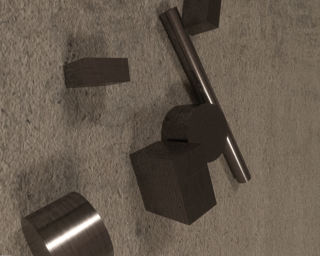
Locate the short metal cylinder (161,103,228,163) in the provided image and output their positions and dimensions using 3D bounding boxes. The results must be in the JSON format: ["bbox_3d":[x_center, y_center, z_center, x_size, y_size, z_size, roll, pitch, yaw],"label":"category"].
[{"bbox_3d":[0.049,0.006,0.432,0.081,0.050,0.079,0,90,-40],"label":"short metal cylinder"}]

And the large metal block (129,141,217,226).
[{"bbox_3d":[0.015,0.063,0.384,0.050,0.080,0.080,-25,106,-38],"label":"large metal block"}]

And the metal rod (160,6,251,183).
[{"bbox_3d":[0.077,-0.036,0.471,0.025,0.025,0.299,-43,116,-32],"label":"metal rod"}]

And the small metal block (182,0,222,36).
[{"bbox_3d":[0.058,-0.164,0.439,0.025,0.050,0.050,12,83,-40],"label":"small metal block"}]

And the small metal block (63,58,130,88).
[{"bbox_3d":[-0.068,-0.059,0.333,0.050,0.050,0.025,-10,97,-40],"label":"small metal block"}]

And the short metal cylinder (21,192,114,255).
[{"bbox_3d":[-0.089,0.109,0.296,0.050,0.080,0.080,-26,107,-37],"label":"short metal cylinder"}]
